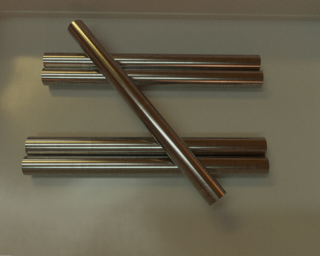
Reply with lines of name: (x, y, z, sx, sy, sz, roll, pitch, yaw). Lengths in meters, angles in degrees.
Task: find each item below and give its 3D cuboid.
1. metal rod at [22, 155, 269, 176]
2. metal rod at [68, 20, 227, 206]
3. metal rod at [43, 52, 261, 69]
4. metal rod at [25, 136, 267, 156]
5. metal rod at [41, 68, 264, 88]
metal rod: (-0.017, 0.047, 0.390, 0.302, 0.025, 0.025, 0, 70, 0)
metal rod: (-0.026, -0.030, 0.393, 0.025, 0.025, 0.300, -36, 74, -12)
metal rod: (-0.011, -0.093, 0.441, 0.302, 0.025, 0.025, 1, 70, 0)
metal rod: (-0.017, 0.024, 0.399, 0.302, 0.025, 0.025, 0, 70, 0)
metal rod: (-0.010, -0.070, 0.433, 0.302, 0.025, 0.025, 1, 70, 0)
